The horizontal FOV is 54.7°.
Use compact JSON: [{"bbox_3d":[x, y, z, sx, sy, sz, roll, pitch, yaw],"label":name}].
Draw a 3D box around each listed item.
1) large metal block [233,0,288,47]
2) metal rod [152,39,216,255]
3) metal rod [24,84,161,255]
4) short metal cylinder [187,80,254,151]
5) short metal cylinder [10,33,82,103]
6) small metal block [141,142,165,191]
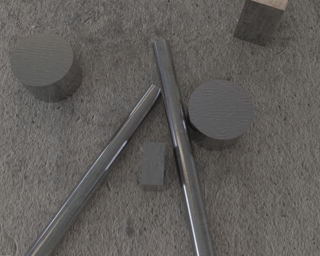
[{"bbox_3d":[0.150,-0.179,0.446,0.050,0.080,0.080,21,71,7],"label":"large metal block"},{"bbox_3d":[0.028,0.025,0.388,0.025,0.025,0.299,-10,74,-4],"label":"metal rod"},{"bbox_3d":[-0.085,0.067,0.383,0.025,0.025,0.300,31,73,10],"label":"metal rod"},{"bbox_3d":[0.075,-0.015,0.401,0.081,0.050,0.080,0,70,0],"label":"short metal cylinder"},{"bbox_3d":[-0.152,-0.081,0.423,0.081,0.050,0.080,0,70,0],"label":"short metal cylinder"},{"bbox_3d":[-0.008,0.048,0.377,0.025,0.050,0.050,3,70,1],"label":"small metal block"}]
